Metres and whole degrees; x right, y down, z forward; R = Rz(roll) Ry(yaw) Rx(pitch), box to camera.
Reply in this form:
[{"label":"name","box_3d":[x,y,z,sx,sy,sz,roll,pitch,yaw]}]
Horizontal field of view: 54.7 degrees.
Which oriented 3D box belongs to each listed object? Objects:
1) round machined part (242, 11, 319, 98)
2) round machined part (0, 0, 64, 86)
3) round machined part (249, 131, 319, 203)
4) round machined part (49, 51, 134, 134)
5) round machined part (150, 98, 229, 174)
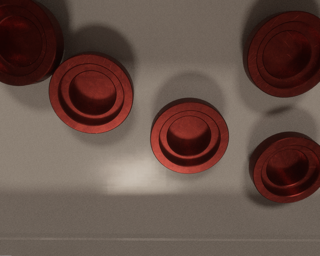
[{"label":"round machined part","box_3d":[0.148,-0.089,0.372,0.099,0.042,0.097,0,110,-1]},{"label":"round machined part","box_3d":[-0.157,-0.099,0.358,0.099,0.042,0.097,2,103,7]},{"label":"round machined part","box_3d":[0.170,0.050,0.423,0.099,0.042,0.097,0,110,-1]},{"label":"round machined part","box_3d":[-0.081,-0.045,0.383,0.099,0.042,0.097,-1,112,-2]},{"label":"round machined part","box_3d":[0.037,0.007,0.405,0.099,0.042,0.097,0,110,-1]}]
